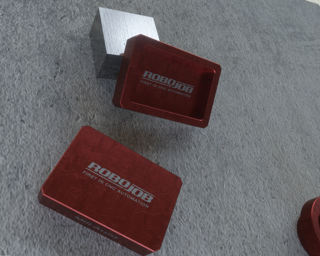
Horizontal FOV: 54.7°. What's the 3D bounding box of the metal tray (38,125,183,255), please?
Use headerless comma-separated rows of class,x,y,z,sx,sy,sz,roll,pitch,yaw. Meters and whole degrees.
metal tray,-0.048,0.066,0.334,0.130,0.030,0.090,31,52,-9

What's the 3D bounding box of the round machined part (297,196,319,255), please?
round machined part,0.231,0.146,0.428,0.099,0.042,0.098,14,56,-21

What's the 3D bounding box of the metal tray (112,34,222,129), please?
metal tray,0.012,-0.056,0.403,0.131,0.030,0.089,13,90,-28

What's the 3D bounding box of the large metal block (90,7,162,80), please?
large metal block,-0.048,-0.113,0.431,0.081,0.050,0.080,1,61,-28
